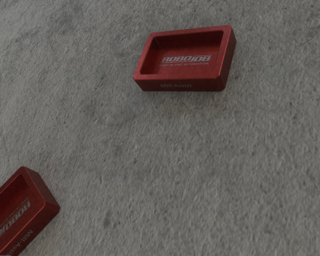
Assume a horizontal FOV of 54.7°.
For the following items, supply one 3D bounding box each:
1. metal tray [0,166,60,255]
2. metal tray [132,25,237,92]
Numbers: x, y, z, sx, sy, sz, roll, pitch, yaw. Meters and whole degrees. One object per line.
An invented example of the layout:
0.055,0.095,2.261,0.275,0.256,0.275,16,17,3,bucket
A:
-0.211,0.129,0.429,0.130,0.030,0.090,-47,52,-5,metal tray
0.034,-0.097,0.441,0.130,0.030,0.090,4,64,29,metal tray
